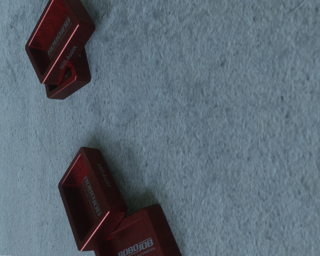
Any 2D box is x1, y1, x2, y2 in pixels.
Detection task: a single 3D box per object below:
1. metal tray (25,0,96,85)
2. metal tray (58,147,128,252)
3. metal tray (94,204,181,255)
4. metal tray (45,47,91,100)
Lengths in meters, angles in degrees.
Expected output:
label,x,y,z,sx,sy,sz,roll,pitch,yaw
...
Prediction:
label,x,y,z,sx,sy,sz,roll,pitch,yaw
metal tray,-0.163,-0.143,0.492,0.129,0.030,0.090,-46,63,30
metal tray,-0.105,0.102,0.462,0.090,0.030,0.130,-55,46,19
metal tray,-0.036,0.172,0.428,0.130,0.030,0.090,-37,68,33
metal tray,-0.170,-0.125,0.538,0.090,0.030,0.129,-23,76,37
